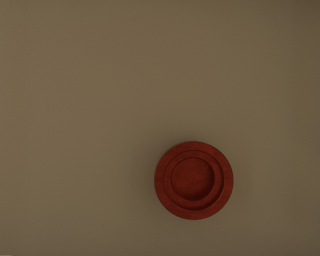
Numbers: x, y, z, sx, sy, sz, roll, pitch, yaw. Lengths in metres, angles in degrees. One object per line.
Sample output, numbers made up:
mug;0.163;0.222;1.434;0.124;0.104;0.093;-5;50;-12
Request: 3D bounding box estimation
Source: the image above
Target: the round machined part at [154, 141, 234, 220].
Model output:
round machined part;0.042;0.065;0.404;0.099;0.042;0.097;0;90;-1
